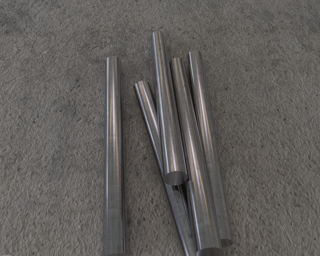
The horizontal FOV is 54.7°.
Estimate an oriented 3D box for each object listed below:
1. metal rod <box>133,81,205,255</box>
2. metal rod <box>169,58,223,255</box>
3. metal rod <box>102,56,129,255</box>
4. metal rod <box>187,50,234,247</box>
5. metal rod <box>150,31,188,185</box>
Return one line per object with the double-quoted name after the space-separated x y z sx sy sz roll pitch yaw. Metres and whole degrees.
0.010 0.052 0.359 0.025 0.025 0.300 -11 51 -9 "metal rod"
0.035 0.006 0.382 0.025 0.025 0.300 -3 45 -2 "metal rod"
-0.058 0.010 0.393 0.025 0.025 0.300 -5 50 -4 "metal rod"
0.058 0.000 0.403 0.025 0.025 0.300 -1 50 -1 "metal rod"
0.006 -0.052 0.427 0.025 0.025 0.300 -3 44 -3 "metal rod"
